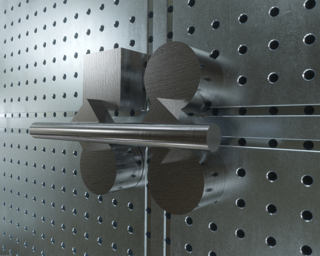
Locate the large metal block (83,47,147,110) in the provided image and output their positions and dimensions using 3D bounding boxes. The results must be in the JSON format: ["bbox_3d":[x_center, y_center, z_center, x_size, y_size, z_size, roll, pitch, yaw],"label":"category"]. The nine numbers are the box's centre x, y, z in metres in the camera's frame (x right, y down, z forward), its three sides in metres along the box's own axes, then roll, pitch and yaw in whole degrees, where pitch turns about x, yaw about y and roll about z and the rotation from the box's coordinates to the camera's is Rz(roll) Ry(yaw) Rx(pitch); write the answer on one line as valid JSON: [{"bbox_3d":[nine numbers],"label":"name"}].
[{"bbox_3d":[-0.066,-0.066,0.447,0.080,0.050,0.079,2,91,40],"label":"large metal block"}]

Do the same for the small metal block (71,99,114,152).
[{"bbox_3d":[-0.091,-0.004,0.420,0.050,0.025,0.050,-47,62,29],"label":"small metal block"}]

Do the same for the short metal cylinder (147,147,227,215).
[{"bbox_3d":[0.032,0.057,0.367,0.080,0.050,0.080,0,90,40],"label":"short metal cylinder"}]

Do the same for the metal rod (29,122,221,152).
[{"bbox_3d":[-0.068,0.006,0.367,0.300,0.025,0.025,1,91,40],"label":"metal rod"}]

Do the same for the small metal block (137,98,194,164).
[{"bbox_3d":[0.007,0.003,0.339,0.050,0.025,0.050,48,118,29],"label":"small metal block"}]

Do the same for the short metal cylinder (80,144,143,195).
[{"bbox_3d":[-0.071,0.053,0.451,0.080,0.050,0.080,0,90,40],"label":"short metal cylinder"}]

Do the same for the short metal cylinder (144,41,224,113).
[{"bbox_3d":[0.028,-0.058,0.370,0.080,0.050,0.080,0,90,40],"label":"short metal cylinder"}]
